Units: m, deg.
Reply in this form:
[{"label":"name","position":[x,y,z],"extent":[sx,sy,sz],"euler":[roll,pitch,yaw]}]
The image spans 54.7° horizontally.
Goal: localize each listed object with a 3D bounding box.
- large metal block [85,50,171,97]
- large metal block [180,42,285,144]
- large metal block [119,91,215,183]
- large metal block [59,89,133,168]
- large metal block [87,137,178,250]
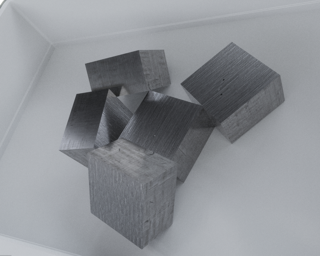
[{"label":"large metal block","position":[-0.041,-0.074,0.426],"extent":[0.080,0.080,0.050],"euler":[-8,100,25]},{"label":"large metal block","position":[0.085,-0.043,0.368],"extent":[0.080,0.050,0.080],"euler":[-39,51,1]},{"label":"large metal block","position":[0.007,0.008,0.379],"extent":[0.080,0.050,0.080],"euler":[21,73,35]},{"label":"large metal block","position":[-0.074,0.008,0.401],"extent":[0.050,0.080,0.080],"euler":[-5,59,25]},{"label":"large metal block","position":[-0.031,0.067,0.334],"extent":[0.080,0.079,0.050],"euler":[22,31,34]}]
